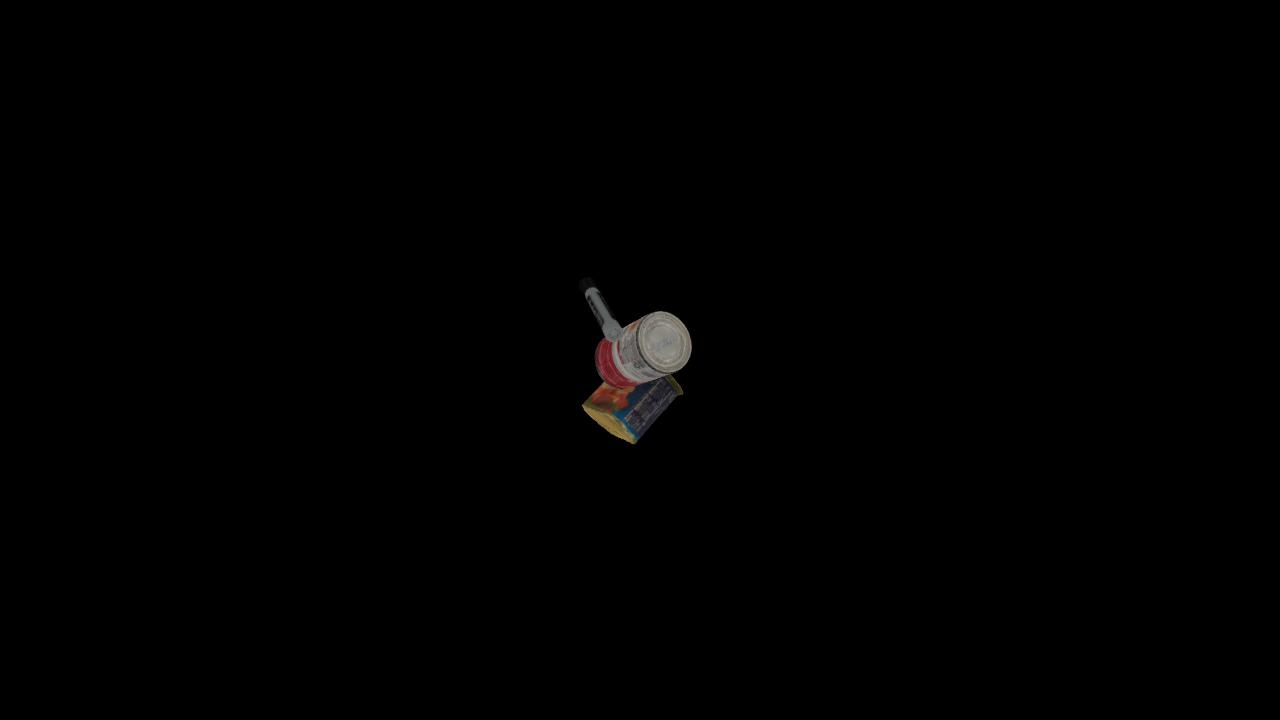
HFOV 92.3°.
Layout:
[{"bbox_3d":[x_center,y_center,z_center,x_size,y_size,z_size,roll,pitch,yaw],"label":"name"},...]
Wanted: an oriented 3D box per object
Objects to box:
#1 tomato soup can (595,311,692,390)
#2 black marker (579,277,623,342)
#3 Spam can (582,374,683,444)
[{"bbox_3d":[0.002,-0.009,0.665,0.068,0.068,0.101,0,-12,-29],"label":"tomato soup can"},{"bbox_3d":[-0.043,-0.057,0.654,0.020,0.020,0.121,0,32,-21],"label":"black marker"},{"bbox_3d":[-0.011,0.046,0.732,0.058,0.085,0.101,49,-17,-23],"label":"Spam can"}]
